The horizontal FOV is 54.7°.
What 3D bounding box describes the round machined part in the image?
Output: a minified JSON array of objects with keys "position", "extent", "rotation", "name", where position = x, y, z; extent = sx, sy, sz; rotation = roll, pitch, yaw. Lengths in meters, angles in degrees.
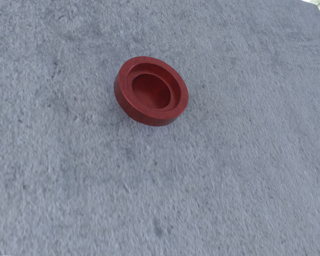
[{"position":[-0.015,-0.044,0.413],"extent":[0.099,0.042,0.098],"rotation":[14,56,-21],"name":"round machined part"}]
